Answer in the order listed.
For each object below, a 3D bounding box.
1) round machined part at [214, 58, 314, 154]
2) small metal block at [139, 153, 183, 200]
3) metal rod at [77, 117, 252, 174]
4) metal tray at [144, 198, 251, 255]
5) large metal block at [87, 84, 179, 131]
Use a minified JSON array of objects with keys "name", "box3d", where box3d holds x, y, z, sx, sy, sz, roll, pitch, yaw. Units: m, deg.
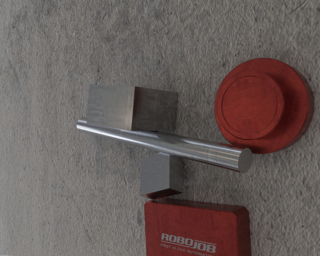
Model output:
[{"name":"round machined part","box3d":[0.098,-0.022,0.313,0.098,0.042,0.097,0,90,40]},{"name":"small metal block","box3d":[0.002,0.060,0.393,0.050,0.025,0.050,-23,54,37]},{"name":"metal rod","box3d":[-0.022,0.013,0.402,0.300,0.025,0.025,10,97,45]},{"name":"metal tray","box3d":[0.040,0.135,0.369,0.130,0.030,0.089,-5,87,39]},{"name":"large metal block","box3d":[-0.035,-0.026,0.398,0.080,0.081,0.050,9,96,39]}]
